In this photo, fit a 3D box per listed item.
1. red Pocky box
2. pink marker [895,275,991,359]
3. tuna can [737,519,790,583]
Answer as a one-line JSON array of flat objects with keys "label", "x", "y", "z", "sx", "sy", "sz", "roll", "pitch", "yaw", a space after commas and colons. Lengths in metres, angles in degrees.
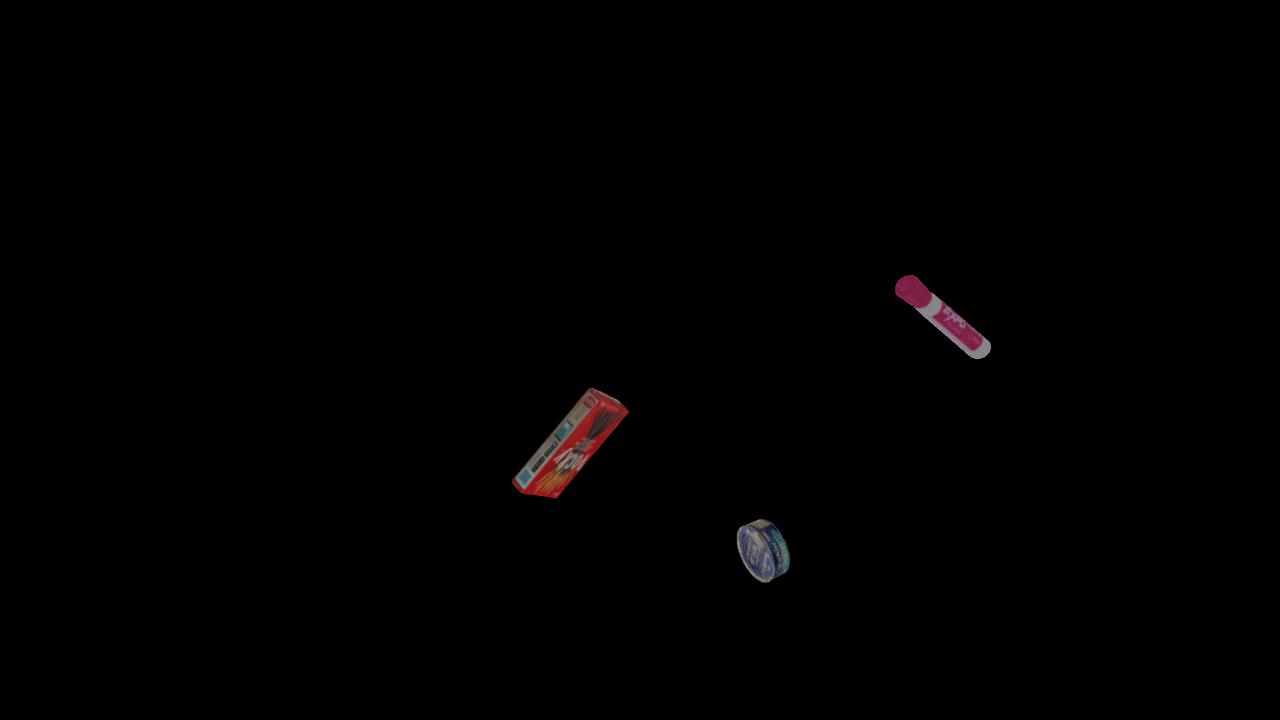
[{"label": "red Pocky box", "x": -0.085, "y": 0.108, "z": 0.776, "sx": 0.028, "sy": 0.155, "sz": 0.083, "roll": 42, "pitch": 5, "yaw": 27}, {"label": "pink marker", "x": 0.239, "y": -0.033, "z": 0.484, "sx": 0.121, "sy": 0.020, "sz": 0.020, "roll": 28, "pitch": -15, "yaw": -31}, {"label": "tuna can", "x": 0.178, "y": 0.275, "z": 0.890, "sx": 0.034, "sy": 0.084, "sz": 0.084, "roll": -14, "pitch": 6, "yaw": -25}]
